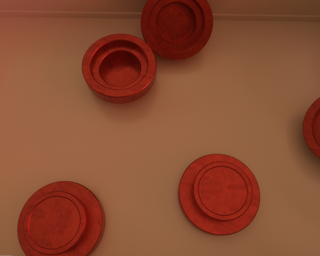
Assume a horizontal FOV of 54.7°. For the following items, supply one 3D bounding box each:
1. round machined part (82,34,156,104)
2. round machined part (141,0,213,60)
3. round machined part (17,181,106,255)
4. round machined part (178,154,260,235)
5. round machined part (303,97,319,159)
[{"bbox_3d":[-0.054,-0.078,0.428,0.099,0.042,0.098,0,70,-1],"label":"round machined part"},{"bbox_3d":[0.022,-0.148,0.438,0.099,0.042,0.097,-1,112,-3],"label":"round machined part"},{"bbox_3d":[-0.116,0.110,0.359,0.099,0.042,0.098,0,70,-1],"label":"round machined part"},{"bbox_3d":[0.072,0.078,0.373,0.099,0.042,0.098,0,70,-1],"label":"round machined part"},{"bbox_3d":[0.235,0.002,0.387,0.098,0.042,0.098,-8,76,32],"label":"round machined part"}]
